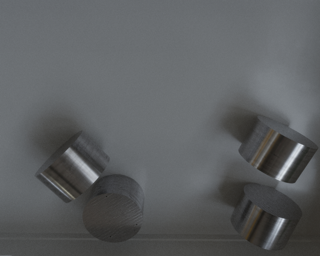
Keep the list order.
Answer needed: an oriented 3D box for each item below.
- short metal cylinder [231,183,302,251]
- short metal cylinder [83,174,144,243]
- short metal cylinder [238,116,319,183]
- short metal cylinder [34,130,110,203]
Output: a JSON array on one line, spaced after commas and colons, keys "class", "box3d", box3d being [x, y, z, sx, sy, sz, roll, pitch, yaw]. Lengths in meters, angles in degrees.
[{"class": "short metal cylinder", "box3d": [0.145, 0.120, 0.427, 0.080, 0.080, 0.050, 15, 109, -6]}, {"class": "short metal cylinder", "box3d": [-0.063, 0.113, 0.439, 0.081, 0.050, 0.079, 0, 110, 0]}, {"class": "short metal cylinder", "box3d": [0.148, 0.026, 0.393, 0.080, 0.080, 0.050, 22, 109, -8]}, {"class": "short metal cylinder", "box3d": [-0.112, 0.049, 0.399, 0.080, 0.080, 0.050, -39, 106, 13]}]
